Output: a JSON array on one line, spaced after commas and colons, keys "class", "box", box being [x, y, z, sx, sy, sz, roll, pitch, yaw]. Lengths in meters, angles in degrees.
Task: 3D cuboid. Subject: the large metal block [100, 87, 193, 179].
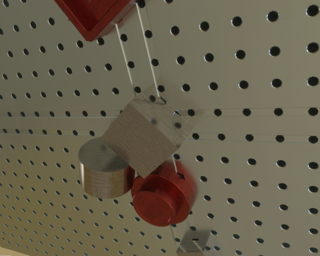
[{"class": "large metal block", "box": [-0.018, 0.007, 0.409, 0.080, 0.050, 0.080, 43, 129, -2]}]

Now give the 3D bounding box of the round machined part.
[{"class": "round machined part", "box": [-0.002, 0.110, 0.469, 0.098, 0.042, 0.097, 13, 124, 21]}]

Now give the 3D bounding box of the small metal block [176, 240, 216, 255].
[{"class": "small metal block", "box": [0.063, 0.214, 0.510, 0.050, 0.025, 0.050, -15, 111, 34]}]

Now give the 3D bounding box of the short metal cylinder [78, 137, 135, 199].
[{"class": "short metal cylinder", "box": [-0.076, 0.056, 0.450, 0.080, 0.080, 0.050, 18, 126, 17]}]

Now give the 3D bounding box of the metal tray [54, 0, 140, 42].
[{"class": "metal tray", "box": [-0.063, -0.168, 0.336, 0.130, 0.030, 0.090, -31, 102, 38]}]
